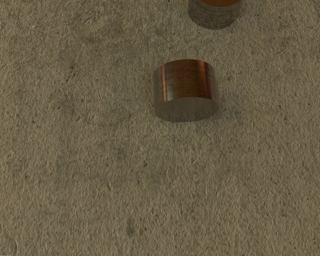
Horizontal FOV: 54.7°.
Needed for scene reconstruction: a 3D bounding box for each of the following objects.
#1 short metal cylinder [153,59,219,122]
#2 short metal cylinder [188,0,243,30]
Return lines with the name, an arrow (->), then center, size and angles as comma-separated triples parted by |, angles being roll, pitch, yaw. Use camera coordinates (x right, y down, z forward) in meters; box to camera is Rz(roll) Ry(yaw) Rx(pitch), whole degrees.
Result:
short metal cylinder -> 0.032, -0.045, 0.395 | 0.081, 0.080, 0.050 | -2, 70, -1
short metal cylinder -> 0.084, -0.197, 0.467 | 0.081, 0.050, 0.080 | 0, 70, 0
